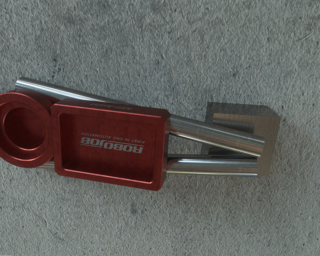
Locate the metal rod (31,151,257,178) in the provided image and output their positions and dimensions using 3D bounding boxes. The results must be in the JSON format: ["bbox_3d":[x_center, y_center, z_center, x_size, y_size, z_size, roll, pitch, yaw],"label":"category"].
[{"bbox_3d":[-0.035,0.044,0.392,0.301,0.025,0.025,1,111,13],"label":"metal rod"}]

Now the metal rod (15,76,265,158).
[{"bbox_3d":[-0.030,-0.015,0.370,0.301,0.025,0.025,15,110,8],"label":"metal rod"}]

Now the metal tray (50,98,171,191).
[{"bbox_3d":[-0.057,0.018,0.359,0.131,0.030,0.089,7,110,10],"label":"metal tray"}]

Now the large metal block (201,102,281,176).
[{"bbox_3d":[0.101,0.013,0.402,0.081,0.050,0.079,4,110,-2],"label":"large metal block"}]

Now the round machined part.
[{"bbox_3d":[-0.166,-0.002,0.393,0.098,0.042,0.097,3,110,9],"label":"round machined part"}]
